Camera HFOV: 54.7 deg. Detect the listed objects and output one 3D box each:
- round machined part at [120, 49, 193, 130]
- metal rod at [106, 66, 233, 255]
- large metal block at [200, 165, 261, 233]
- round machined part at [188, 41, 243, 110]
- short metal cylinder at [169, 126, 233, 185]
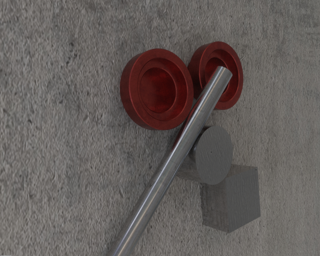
[{"bbox_3d":[-0.008,-0.046,0.385,0.099,0.042,0.097,1,88,-38],"label":"round machined part"},{"bbox_3d":[0.010,0.051,0.382,0.025,0.025,0.300,39,75,-33],"label":"metal rod"},{"bbox_3d":[0.109,0.105,0.480,0.081,0.050,0.079,-9,96,-40],"label":"large metal block"},{"bbox_3d":[0.076,-0.074,0.457,0.099,0.042,0.097,0,90,-40],"label":"round machined part"},{"bbox_3d":[0.058,0.036,0.435,0.081,0.050,0.079,-2,93,-42],"label":"short metal cylinder"}]
